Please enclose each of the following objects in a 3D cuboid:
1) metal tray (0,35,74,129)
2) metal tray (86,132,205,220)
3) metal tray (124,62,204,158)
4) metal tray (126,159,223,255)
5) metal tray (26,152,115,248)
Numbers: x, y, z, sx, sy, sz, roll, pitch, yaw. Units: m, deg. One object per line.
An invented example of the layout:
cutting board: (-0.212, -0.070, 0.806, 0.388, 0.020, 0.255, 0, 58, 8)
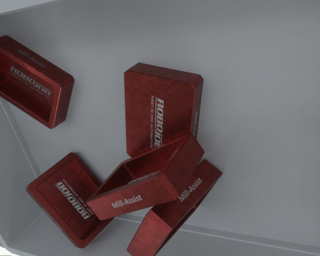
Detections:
metal tray: (-0.198, -0.068, 0.467, 0.130, 0.030, 0.089, 32, 129, 7)
metal tray: (-0.018, 0.059, 0.372, 0.130, 0.090, 0.030, -26, 104, 37)
metal tray: (0.002, -0.011, 0.398, 0.090, 0.030, 0.129, 15, 125, 19)
metal tray: (0.021, 0.104, 0.391, 0.030, 0.131, 0.089, 39, 130, 17)
metal tray: (-0.138, 0.116, 0.505, 0.130, 0.090, 0.030, 52, 148, -6)
